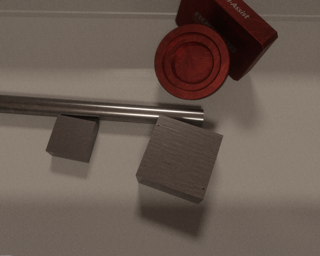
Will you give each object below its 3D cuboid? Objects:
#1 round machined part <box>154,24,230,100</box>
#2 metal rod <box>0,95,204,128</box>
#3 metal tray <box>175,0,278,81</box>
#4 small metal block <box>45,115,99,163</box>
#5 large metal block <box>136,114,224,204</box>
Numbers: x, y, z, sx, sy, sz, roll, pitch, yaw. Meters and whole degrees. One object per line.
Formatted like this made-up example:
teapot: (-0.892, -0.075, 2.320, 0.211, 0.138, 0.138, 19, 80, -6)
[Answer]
round machined part: (0.045, -0.086, 0.419, 0.098, 0.042, 0.097, 1, 94, 14)
metal rod: (-0.094, -0.024, 0.417, 0.302, 0.025, 0.025, 4, 70, 1)
metal tray: (0.083, -0.135, 0.417, 0.030, 0.090, 0.130, -40, 81, -19)
small metal block: (-0.113, 0.014, 0.403, 0.050, 0.025, 0.050, 11, 70, 3)
large metal block: (0.024, 0.040, 0.382, 0.080, 0.050, 0.080, 19, 71, 6)
